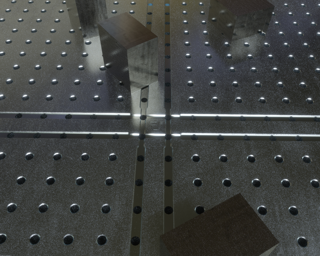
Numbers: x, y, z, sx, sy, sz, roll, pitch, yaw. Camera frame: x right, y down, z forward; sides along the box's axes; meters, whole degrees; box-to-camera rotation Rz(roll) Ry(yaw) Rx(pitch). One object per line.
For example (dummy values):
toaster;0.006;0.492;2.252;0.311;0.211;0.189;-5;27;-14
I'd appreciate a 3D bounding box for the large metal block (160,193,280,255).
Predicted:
large metal block;0.047;0.114;0.277;0.081;0.080;0.050;-23;54;-18

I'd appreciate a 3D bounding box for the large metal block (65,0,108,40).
large metal block;-0.134;-0.219;0.554;0.050;0.080;0.080;-23;54;-18

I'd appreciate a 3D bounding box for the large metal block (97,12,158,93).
large metal block;-0.047;-0.114;0.467;0.050;0.080;0.080;-29;56;-22

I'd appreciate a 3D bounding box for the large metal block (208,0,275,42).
large metal block;0.147;-0.211;0.571;0.081;0.050;0.080;-20;53;-17
